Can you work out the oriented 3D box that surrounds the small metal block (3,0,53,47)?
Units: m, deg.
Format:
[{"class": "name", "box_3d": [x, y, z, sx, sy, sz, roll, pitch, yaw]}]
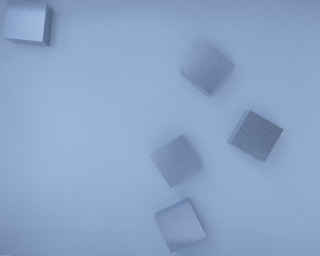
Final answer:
[{"class": "small metal block", "box_3d": [-0.173, -0.138, 0.410, 0.050, 0.025, 0.050, 6, 90, 0]}]

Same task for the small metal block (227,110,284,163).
[{"class": "small metal block", "box_3d": [0.126, 0.011, 0.412, 0.050, 0.025, 0.050, 30, 90, 0]}]

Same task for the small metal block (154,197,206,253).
[{"class": "small metal block", "box_3d": [0.026, 0.128, 0.412, 0.050, 0.025, 0.050, -26, 90, 0]}]

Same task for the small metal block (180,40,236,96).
[{"class": "small metal block", "box_3d": [0.062, -0.078, 0.412, 0.050, 0.025, 0.050, 41, 90, 0]}]

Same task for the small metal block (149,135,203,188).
[{"class": "small metal block", "box_3d": [0.021, 0.043, 0.411, 0.050, 0.025, 0.050, -33, 90, 0]}]
